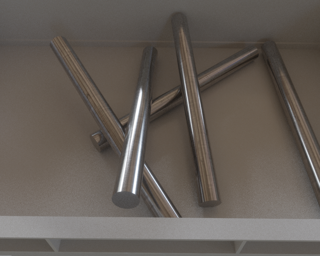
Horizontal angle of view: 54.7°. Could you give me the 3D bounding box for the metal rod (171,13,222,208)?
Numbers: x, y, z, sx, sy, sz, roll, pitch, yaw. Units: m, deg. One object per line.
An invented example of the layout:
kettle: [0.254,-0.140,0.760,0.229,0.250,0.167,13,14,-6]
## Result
metal rod: [0.042,-0.045,0.414,0.025,0.025,0.299,-3,59,-3]

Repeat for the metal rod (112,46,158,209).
metal rod: [-0.023,-0.029,0.392,0.025,0.025,0.300,2,39,2]

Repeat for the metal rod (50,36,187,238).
metal rod: [-0.062,-0.006,0.375,0.025,0.025,0.299,-26,65,-21]

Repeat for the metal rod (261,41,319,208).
metal rod: [0.185,-0.022,0.425,0.025,0.025,0.300,0,50,-1]

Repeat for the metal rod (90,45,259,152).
metal rod: [0.036,-0.053,0.449,0.302,0.025,0.025,-32,57,-24]
